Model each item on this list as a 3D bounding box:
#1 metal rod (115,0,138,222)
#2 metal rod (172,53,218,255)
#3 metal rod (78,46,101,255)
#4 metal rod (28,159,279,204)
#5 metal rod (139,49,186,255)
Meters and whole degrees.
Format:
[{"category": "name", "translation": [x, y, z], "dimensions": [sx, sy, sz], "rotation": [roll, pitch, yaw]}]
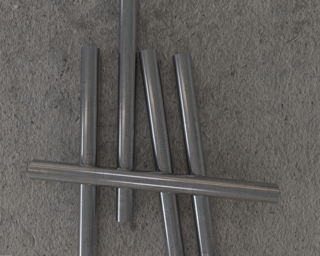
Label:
[{"category": "metal rod", "translation": [-0.044, -0.028, 0.409], "dimensions": [0.025, 0.025, 0.298], "rotation": [1, 90, 0]}, {"category": "metal rod", "translation": [0.048, 0.052, 0.410], "dimensions": [0.025, 0.025, 0.298], "rotation": [-8, 90, 0]}, {"category": "metal rod", "translation": [-0.094, 0.045, 0.409], "dimensions": [0.025, 0.025, 0.298], "rotation": [1, 90, 0]}, {"category": "metal rod", "translation": [-0.007, 0.066, 0.383], "dimensions": [0.302, 0.025, 0.025], "rotation": [6, 90, 0]}, {"category": "metal rod", "translation": [0.005, 0.047, 0.409], "dimensions": [0.025, 0.025, 0.298], "rotation": [-8, 90, 0]}]
